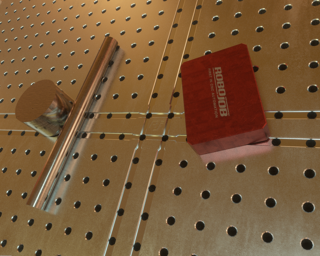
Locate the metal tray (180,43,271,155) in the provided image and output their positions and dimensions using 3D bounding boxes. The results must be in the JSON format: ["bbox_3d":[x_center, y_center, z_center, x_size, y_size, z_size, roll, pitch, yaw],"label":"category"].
[{"bbox_3d":[0.077,-0.038,0.387,0.090,0.030,0.130,-15,56,19],"label":"metal tray"}]

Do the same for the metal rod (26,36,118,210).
[{"bbox_3d":[-0.130,-0.021,0.486,0.025,0.025,0.300,5,64,30],"label":"metal rod"}]

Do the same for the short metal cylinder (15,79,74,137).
[{"bbox_3d":[-0.186,-0.032,0.507,0.080,0.050,0.080,-13,56,20],"label":"short metal cylinder"}]
